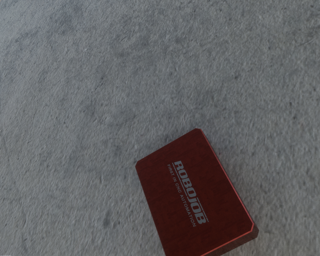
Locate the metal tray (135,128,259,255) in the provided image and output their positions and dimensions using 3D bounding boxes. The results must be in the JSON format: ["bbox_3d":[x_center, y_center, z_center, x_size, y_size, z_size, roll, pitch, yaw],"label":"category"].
[{"bbox_3d":[0.034,0.073,0.337,0.090,0.030,0.130,-30,52,8],"label":"metal tray"}]
